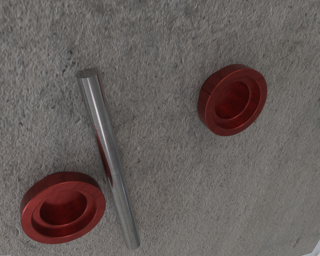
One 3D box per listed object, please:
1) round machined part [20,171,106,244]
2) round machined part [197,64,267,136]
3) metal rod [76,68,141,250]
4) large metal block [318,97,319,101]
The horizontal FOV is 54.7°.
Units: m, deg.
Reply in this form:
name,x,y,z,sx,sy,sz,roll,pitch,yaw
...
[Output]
name,x,y,z,sx,sy,sz,roll,pitch,yaw
round machined part,-0.122,0.094,0.388,0.099,0.042,0.097,-14,124,-21
round machined part,0.093,-0.041,0.421,0.099,0.042,0.097,-14,124,-21
metal rod,-0.060,0.063,0.413,0.025,0.025,0.298,-20,126,-17
large metal block,0.338,-0.060,0.538,0.081,0.050,0.080,18,109,-36
